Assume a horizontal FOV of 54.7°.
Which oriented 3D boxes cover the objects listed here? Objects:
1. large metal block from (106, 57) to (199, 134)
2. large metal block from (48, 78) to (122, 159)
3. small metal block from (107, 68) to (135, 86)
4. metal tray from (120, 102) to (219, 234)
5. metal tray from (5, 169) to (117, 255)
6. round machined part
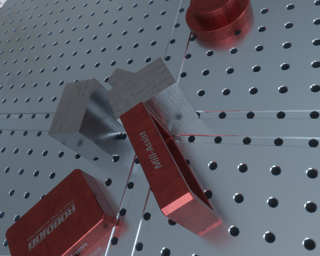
[{"bbox_3d":[-0.008,-0.029,0.395,0.080,0.080,0.050,-32,52,7],"label":"large metal block"},{"bbox_3d":[-0.097,-0.010,0.430,0.050,0.080,0.080,-5,60,26],"label":"large metal block"},{"bbox_3d":[-0.039,-0.057,0.448,0.050,0.050,0.025,21,73,36],"label":"small metal block"},{"bbox_3d":[0.009,0.042,0.336,0.030,0.090,0.130,-34,51,6],"label":"metal tray"},{"bbox_3d":[-0.128,0.127,0.395,0.130,0.030,0.090,-42,51,-1],"label":"metal tray"},{"bbox_3d":[0.084,-0.182,0.465,0.098,0.042,0.098,-13,56,21],"label":"round machined part"}]
